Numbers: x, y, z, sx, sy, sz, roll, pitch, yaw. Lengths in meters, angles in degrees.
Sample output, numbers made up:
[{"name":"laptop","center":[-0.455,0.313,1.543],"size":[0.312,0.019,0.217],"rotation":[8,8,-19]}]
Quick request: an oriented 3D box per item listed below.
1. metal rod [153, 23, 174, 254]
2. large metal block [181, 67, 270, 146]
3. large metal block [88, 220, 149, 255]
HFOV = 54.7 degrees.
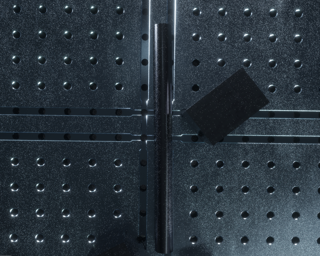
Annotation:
[{"name":"metal rod","center":[0.005,0.014,0.413],"size":[0.025,0.025,0.298],"rotation":[-1,90,0]},{"name":"large metal block","center":[0.076,-0.024,0.386],"size":[0.080,0.080,0.050],"rotation":[-38,90,0]},{"name":"large metal block","center":[-0.044,0.174,0.386],"size":[0.050,0.080,0.080],"rotation":[-27,90,0]}]
